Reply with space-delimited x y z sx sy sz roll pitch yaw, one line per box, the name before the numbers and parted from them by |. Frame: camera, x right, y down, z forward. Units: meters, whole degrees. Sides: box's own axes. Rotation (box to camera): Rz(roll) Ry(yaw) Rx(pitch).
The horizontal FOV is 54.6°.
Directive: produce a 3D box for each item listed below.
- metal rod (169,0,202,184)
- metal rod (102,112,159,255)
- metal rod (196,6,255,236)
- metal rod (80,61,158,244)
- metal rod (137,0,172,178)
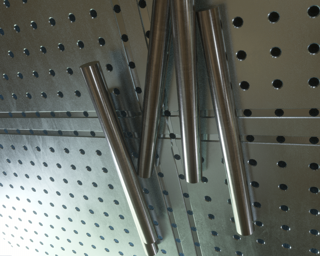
metal rod | 0.030 -0.055 0.347 0.025 0.025 0.298 9 127 23
metal rod | -0.048 0.089 0.491 0.025 0.025 0.298 0 119 28
metal rod | 0.084 0.011 0.373 0.025 0.025 0.299 -1 118 29
metal rod | -0.051 0.051 0.446 0.025 0.025 0.299 -1 119 28
metal rod | -0.006 -0.055 0.380 0.025 0.025 0.298 20 126 17
